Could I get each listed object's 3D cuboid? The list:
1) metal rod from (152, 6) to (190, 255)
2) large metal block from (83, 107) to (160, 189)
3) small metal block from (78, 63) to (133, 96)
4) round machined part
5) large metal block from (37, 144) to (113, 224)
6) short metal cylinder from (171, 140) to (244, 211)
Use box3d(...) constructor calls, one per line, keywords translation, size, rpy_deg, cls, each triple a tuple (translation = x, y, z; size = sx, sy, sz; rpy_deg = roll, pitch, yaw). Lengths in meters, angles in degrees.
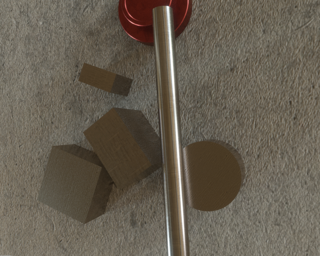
box3d(translation=(0.012, 0.010, 0.352), size=(0.025, 0.025, 0.298), rpy_deg=(-5, 85, 19), cls="metal rod")
box3d(translation=(-0.037, 0.023, 0.392), size=(0.050, 0.080, 0.080), rpy_deg=(-38, 78, 16), cls="large metal block")
box3d(translation=(-0.072, -0.065, 0.420), size=(0.050, 0.050, 0.025), rpy_deg=(22, 97, 18), cls="small metal block")
box3d(translation=(-0.011, -0.160, 0.403), size=(0.098, 0.042, 0.097), rpy_deg=(0, 90, 19), cls="round machined part")
box3d(translation=(-0.114, 0.075, 0.434), size=(0.080, 0.050, 0.080), rpy_deg=(20, 96, 18), cls="large metal block")
box3d(translation=(0.059, 0.054, 0.374), size=(0.080, 0.050, 0.079), rpy_deg=(0, 90, 19), cls="short metal cylinder")
